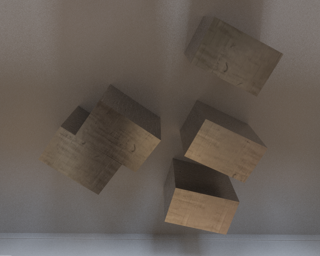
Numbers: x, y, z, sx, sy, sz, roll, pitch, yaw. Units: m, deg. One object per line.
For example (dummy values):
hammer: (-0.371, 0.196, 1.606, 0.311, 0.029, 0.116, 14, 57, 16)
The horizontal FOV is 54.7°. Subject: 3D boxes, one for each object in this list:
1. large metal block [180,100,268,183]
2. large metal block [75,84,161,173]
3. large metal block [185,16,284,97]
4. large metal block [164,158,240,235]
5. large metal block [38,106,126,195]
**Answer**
large metal block: (0.075, 0.014, 0.388, 0.080, 0.080, 0.050, 25, 108, -9)
large metal block: (-0.046, -0.003, 0.380, 0.080, 0.080, 0.050, 34, 106, -12)
large metal block: (0.078, -0.085, 0.352, 0.080, 0.080, 0.050, 25, 108, -9)
large metal block: (0.051, 0.089, 0.416, 0.081, 0.080, 0.050, 14, 110, -6)
large metal block: (-0.091, 0.025, 0.390, 0.080, 0.080, 0.050, 34, 107, -12)
